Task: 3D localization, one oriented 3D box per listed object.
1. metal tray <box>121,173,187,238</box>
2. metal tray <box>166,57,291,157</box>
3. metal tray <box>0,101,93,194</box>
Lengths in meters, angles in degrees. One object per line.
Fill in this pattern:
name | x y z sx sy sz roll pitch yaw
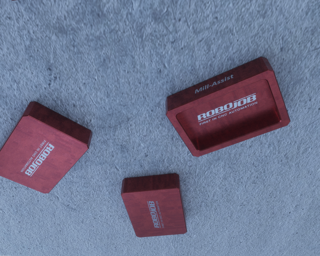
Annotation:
metal tray | -0.006 0.132 0.517 0.090 0.030 0.129 -7 130 5
metal tray | 0.084 -0.021 0.386 0.130 0.030 0.090 -22 127 17
metal tray | -0.166 0.033 0.430 0.090 0.030 0.129 31 124 -24
